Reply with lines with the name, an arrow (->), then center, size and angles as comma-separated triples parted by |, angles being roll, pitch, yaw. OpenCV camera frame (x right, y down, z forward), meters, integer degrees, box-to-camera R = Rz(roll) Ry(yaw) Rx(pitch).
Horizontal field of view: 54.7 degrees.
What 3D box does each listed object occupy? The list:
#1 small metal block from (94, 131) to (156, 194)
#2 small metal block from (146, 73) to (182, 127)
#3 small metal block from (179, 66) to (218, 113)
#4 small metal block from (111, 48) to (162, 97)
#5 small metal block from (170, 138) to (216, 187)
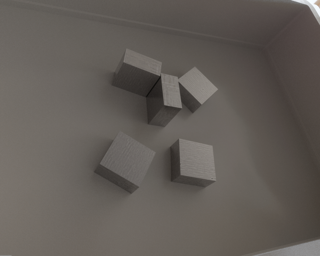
small metal block -> -0.040, 0.040, 0.360 | 0.050, 0.025, 0.050 | 32, 52, -8
small metal block -> 0.004, -0.036, 0.414 | 0.025, 0.050, 0.050 | 9, 58, -24
small metal block -> 0.052, -0.058, 0.469 | 0.050, 0.025, 0.050 | 46, 51, 3
small metal block -> -0.032, -0.073, 0.417 | 0.050, 0.050, 0.025 | 18, 55, -18
small metal block -> 0.042, 0.046, 0.400 | 0.050, 0.025, 0.050 | 13, 56, -21
